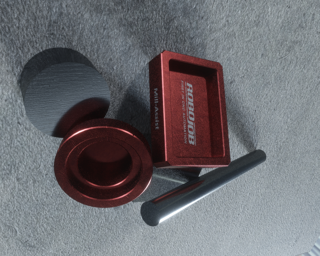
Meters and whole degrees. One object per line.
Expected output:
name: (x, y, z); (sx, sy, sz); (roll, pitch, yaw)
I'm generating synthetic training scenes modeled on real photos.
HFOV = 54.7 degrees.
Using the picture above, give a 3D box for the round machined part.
round machined part: (-0.058, 0.033, 0.330); (0.099, 0.042, 0.097); (-3, 116, -5)

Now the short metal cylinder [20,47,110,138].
short metal cylinder: (-0.097, -0.037, 0.317); (0.081, 0.050, 0.079); (-14, 125, -21)

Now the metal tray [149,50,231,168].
metal tray: (0.035, -0.019, 0.365); (0.091, 0.030, 0.129); (5, 76, -31)

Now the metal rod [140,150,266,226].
metal rod: (0.082, 0.066, 0.420); (0.302, 0.025, 0.025); (-11, 127, -52)

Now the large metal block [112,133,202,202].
large metal block: (-0.006, 0.048, 0.400); (0.081, 0.080, 0.050); (4, 116, -31)
